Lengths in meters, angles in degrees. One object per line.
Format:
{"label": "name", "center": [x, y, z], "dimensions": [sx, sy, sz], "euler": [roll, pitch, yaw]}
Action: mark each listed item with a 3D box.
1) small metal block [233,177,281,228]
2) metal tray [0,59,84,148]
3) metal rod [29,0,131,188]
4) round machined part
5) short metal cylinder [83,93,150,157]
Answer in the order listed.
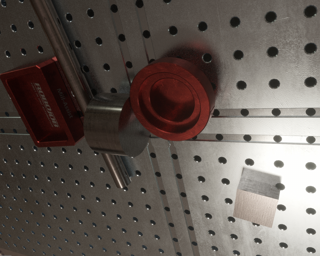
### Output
{"label": "small metal block", "center": [0.126, 0.097, 0.404], "dimensions": [0.050, 0.025, 0.050], "euler": [12, 124, 21]}
{"label": "metal tray", "center": [-0.179, -0.033, 0.478], "dimensions": [0.090, 0.030, 0.129], "euler": [-5, 116, 30]}
{"label": "metal rod", "center": [-0.106, -0.042, 0.439], "dimensions": [0.025, 0.025, 0.298], "euler": [-7, 115, 31]}
{"label": "round machined part", "center": [0.017, -0.037, 0.367], "dimensions": [0.098, 0.042, 0.097], "euler": [12, 123, 20]}
{"label": "short metal cylinder", "center": [-0.052, -0.005, 0.398], "dimensions": [0.050, 0.080, 0.079], "euler": [5, 121, 26]}
